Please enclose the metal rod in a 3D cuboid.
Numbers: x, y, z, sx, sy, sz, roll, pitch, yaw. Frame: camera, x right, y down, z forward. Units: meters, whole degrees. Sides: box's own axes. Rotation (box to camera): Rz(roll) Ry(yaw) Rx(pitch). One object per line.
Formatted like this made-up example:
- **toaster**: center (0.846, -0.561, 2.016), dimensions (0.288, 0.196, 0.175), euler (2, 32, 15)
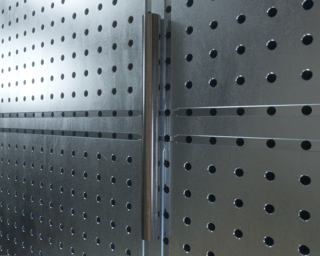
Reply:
- **metal rod**: center (-0.012, -0.001, 0.417), dimensions (0.025, 0.025, 0.298), euler (1, 90, 39)
